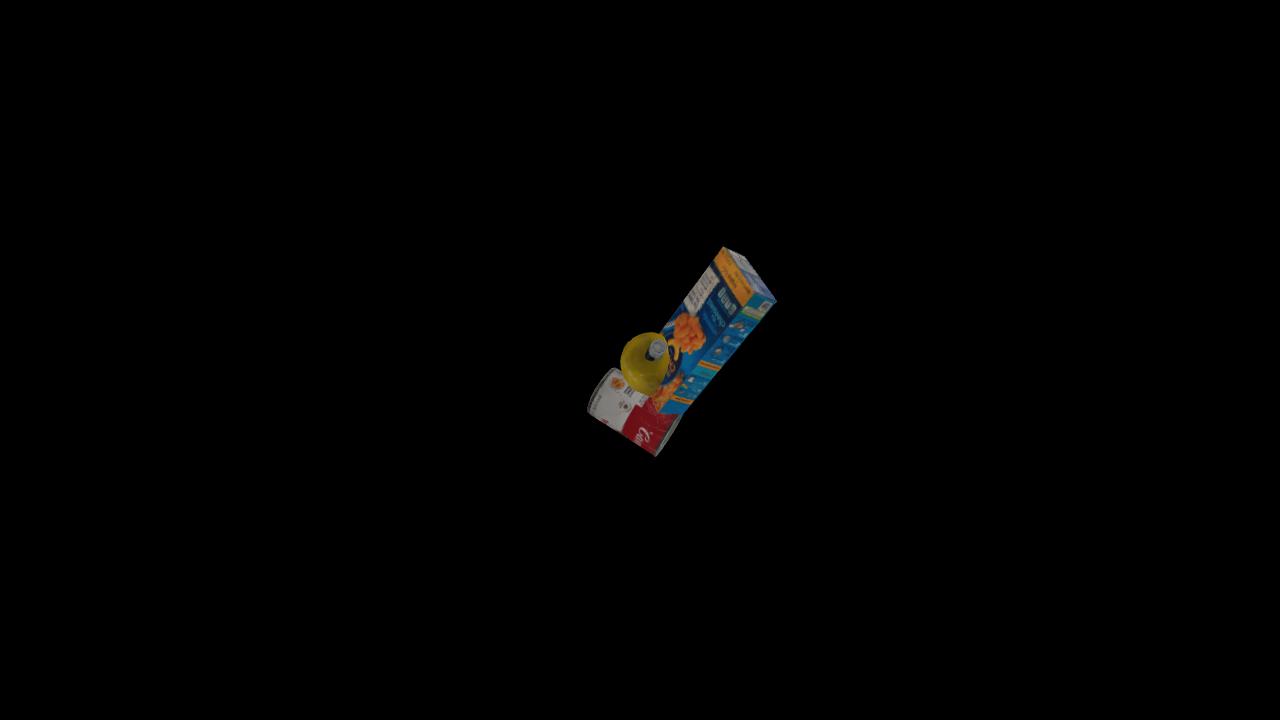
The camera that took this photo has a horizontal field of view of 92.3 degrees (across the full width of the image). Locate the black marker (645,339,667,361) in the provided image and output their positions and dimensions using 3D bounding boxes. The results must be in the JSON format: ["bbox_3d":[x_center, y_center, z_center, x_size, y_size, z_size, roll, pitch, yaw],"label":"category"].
[{"bbox_3d":[0.011,0.000,0.735,0.020,0.020,0.121,0,-14,-10],"label":"black marker"}]

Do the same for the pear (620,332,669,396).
[{"bbox_3d":[0.022,0.015,0.759,0.080,0.080,0.111,0,-21,25],"label":"pear"}]

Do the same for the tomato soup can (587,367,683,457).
[{"bbox_3d":[-0.006,0.061,0.744,0.101,0.068,0.068,32,6,10],"label":"tomato soup can"}]

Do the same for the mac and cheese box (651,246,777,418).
[{"bbox_3d":[0.070,-0.029,0.703,0.041,0.184,0.093,17,33,-33],"label":"mac and cheese box"}]
